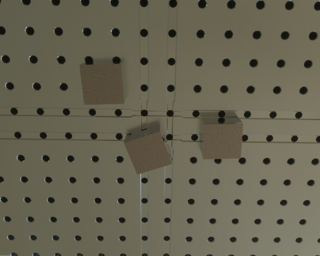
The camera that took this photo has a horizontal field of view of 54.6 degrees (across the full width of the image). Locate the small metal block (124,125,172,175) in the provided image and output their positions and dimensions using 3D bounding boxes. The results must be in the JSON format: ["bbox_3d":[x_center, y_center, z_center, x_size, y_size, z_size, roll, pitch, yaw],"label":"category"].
[{"bbox_3d":[-0.016,0.030,0.424,0.050,0.025,0.050,-18,109,6],"label":"small metal block"}]

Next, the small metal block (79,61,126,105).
[{"bbox_3d":[-0.071,-0.057,0.392,0.050,0.025,0.050,-2,110,0],"label":"small metal block"}]

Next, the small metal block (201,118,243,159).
[{"bbox_3d":[0.083,0.014,0.419,0.050,0.025,0.050,-1,110,0],"label":"small metal block"}]
